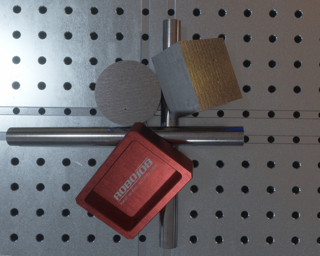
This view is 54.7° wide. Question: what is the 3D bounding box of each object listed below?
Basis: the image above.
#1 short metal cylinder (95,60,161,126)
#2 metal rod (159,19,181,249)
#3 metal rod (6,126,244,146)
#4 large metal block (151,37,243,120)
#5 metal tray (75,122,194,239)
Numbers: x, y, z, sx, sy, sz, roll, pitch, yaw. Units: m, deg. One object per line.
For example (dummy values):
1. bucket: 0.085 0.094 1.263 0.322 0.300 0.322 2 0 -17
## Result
1. short metal cylinder: -0.039 -0.043 0.400 0.081 0.050 0.079 0 90 0
2. metal rod: 0.013 0.008 0.413 0.025 0.025 0.298 1 90 0
3. metal rod: -0.049 0.011 0.396 0.302 0.025 0.025 0 90 7
4. large metal block: 0.047 -0.061 0.381 0.081 0.050 0.080 -18 90 -40
5. metal tray: -0.032 0.068 0.385 0.090 0.030 0.129 38 111 -6
